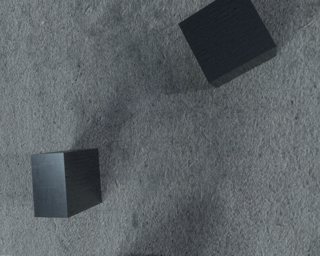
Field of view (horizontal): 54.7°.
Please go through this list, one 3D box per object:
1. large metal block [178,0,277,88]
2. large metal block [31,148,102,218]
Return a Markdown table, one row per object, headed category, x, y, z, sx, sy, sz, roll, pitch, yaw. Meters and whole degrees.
| category | x | y | z | sx | sy | sz | roll | pitch | yaw |
| --- | --- | --- | --- | --- | --- | --- | --- | --- | --- |
| large metal block | 0.081 | -0.104 | 0.367 | 0.080 | 0.050 | 0.080 | -28 | 81 | 18 |
| large metal block | -0.125 | 0.072 | 0.424 | 0.050 | 0.080 | 0.080 | -5 | 89 | 20 |
